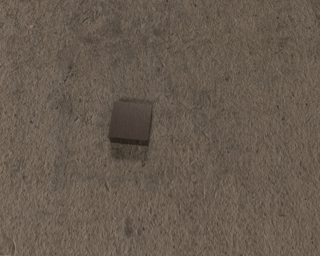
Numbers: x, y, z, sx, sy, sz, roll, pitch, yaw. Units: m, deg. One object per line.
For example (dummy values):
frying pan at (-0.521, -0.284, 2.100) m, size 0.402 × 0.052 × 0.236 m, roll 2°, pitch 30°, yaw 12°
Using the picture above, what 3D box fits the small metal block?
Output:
small metal block at (-0.038, -0.006, 0.410) m, size 0.050 × 0.025 × 0.050 m, roll 6°, pitch 70°, yaw 1°
